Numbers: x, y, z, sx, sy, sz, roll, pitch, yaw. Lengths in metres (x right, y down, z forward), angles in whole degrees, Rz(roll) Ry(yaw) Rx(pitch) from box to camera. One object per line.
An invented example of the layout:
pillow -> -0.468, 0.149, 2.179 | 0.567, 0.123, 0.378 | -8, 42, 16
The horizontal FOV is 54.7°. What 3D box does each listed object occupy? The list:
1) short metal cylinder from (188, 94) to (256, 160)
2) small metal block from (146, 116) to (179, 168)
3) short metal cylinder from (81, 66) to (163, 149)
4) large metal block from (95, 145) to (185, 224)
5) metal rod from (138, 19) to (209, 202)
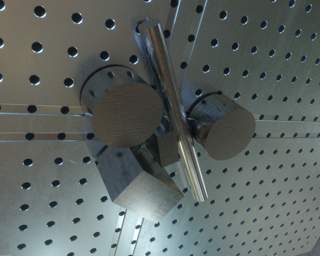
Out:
short metal cylinder -> 0.086, -0.001, 0.436 | 0.081, 0.050, 0.079 | -14, 124, -21
small metal block -> 0.000, 0.014, 0.399 | 0.025, 0.050, 0.050 | -20, 126, -17
short metal cylinder -> -0.044, -0.024, 0.352 | 0.081, 0.050, 0.079 | -14, 124, -21
large metal block -> -0.027, 0.064, 0.395 | 0.050, 0.080, 0.080 | -47, 129, 5
metal rod -> 0.028, 0.000, 0.422 | 0.025, 0.025, 0.299 | -28, 128, -11
